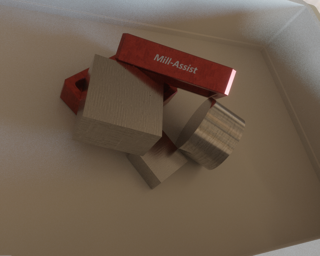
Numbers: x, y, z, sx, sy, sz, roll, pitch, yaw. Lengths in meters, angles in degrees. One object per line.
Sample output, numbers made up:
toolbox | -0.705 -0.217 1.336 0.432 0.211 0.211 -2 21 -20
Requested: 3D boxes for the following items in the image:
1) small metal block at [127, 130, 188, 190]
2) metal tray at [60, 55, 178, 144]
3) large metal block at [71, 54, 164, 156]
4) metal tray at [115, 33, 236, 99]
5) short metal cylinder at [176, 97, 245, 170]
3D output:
small metal block | -0.003 0.038 0.380 0.050 0.025 0.050 -33 80 -38
metal tray | -0.049 -0.047 0.403 0.090 0.030 0.131 47 51 4
large metal block | -0.044 -0.023 0.338 0.081 0.050 0.080 15 56 -20
metal tray | 0.017 -0.071 0.379 0.131 0.090 0.030 18 92 -1
short metal cylinder | 0.064 0.007 0.401 0.050 0.080 0.080 34 51 -6
